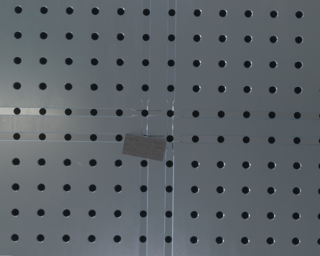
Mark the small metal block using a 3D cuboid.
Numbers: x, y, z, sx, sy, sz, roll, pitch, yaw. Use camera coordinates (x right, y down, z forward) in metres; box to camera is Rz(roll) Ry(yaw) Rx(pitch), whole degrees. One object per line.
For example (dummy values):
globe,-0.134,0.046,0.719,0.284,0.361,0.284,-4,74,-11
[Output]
small metal block,-0.019,0.024,0.401,0.050,0.050,0.025,11,90,0
